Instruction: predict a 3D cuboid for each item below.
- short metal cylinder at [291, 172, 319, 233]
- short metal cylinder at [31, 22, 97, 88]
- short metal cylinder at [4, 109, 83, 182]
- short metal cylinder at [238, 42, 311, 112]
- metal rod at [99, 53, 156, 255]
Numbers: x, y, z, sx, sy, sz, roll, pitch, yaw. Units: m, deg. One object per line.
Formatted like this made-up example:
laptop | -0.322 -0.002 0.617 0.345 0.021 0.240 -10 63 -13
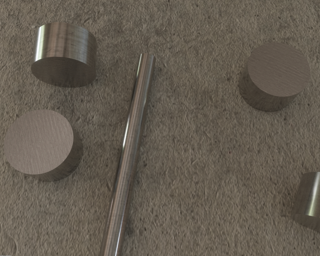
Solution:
short metal cylinder | 0.195 0.089 0.348 0.080 0.080 0.050 22 72 7
short metal cylinder | -0.126 -0.094 0.413 0.081 0.080 0.050 -2 70 -1
short metal cylinder | -0.142 0.023 0.385 0.081 0.050 0.080 0 70 0
short metal cylinder | 0.153 -0.068 0.421 0.081 0.050 0.080 0 70 0
metal rod | -0.040 0.039 0.393 0.025 0.025 0.299 8 70 3
